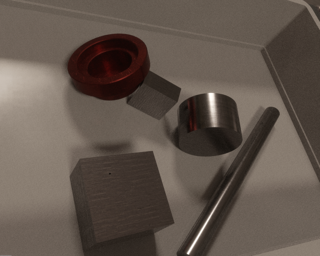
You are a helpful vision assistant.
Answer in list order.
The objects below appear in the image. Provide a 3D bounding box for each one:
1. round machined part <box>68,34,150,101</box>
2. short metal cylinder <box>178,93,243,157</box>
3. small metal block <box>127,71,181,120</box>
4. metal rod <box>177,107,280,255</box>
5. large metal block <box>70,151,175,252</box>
[{"bbox_3d":[-0.060,-0.072,0.388,0.099,0.042,0.098,-5,50,7],"label":"round machined part"},{"bbox_3d":[0.064,-0.002,0.408,0.081,0.080,0.050,13,57,-22],"label":"short metal cylinder"},{"bbox_3d":[-0.008,-0.042,0.411,0.050,0.050,0.025,28,52,-15],"label":"small metal block"},{"bbox_3d":[0.110,0.058,0.431,0.025,0.025,0.301,43,51,1],"label":"metal rod"},{"bbox_3d":[-0.042,0.074,0.323,0.081,0.050,0.080,-4,64,-30],"label":"large metal block"}]
